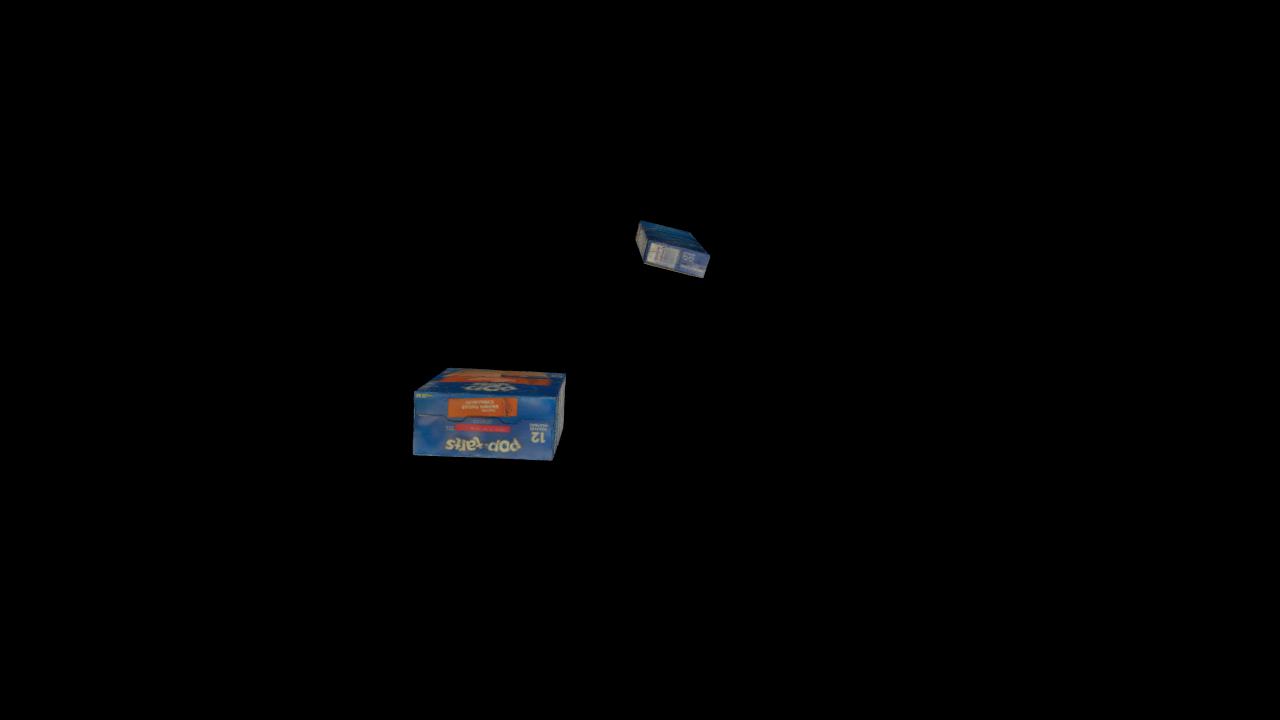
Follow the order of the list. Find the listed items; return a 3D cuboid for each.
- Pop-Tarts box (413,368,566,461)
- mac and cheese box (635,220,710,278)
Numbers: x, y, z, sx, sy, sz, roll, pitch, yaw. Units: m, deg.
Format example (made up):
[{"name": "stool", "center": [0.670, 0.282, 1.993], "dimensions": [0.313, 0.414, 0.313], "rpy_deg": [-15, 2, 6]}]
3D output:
[{"name": "Pop-Tarts box", "center": [-0.184, 0.065, 0.787], "dimensions": [0.167, 0.083, 0.141], "rpy_deg": [2, 11, -2]}, {"name": "mac and cheese box", "center": [0.045, -0.175, 0.950], "dimensions": [0.093, 0.041, 0.184], "rpy_deg": [11, 20, -8]}]
